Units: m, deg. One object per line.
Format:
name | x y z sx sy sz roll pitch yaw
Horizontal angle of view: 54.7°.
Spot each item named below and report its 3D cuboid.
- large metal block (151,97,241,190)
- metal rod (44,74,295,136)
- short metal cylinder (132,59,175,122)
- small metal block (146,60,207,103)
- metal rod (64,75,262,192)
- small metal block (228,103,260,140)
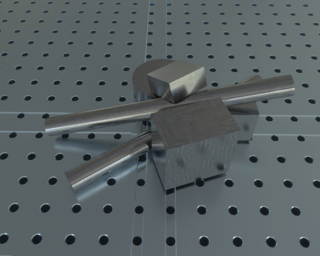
large metal block | 0.036 0.019 0.350 0.081 0.080 0.050 -14 52 -12
metal rod | 0.004 -0.025 0.378 0.301 0.025 0.025 -9 50 9
short metal cylinder | 0.003 -0.051 0.430 0.081 0.050 0.080 0 49 0
small metal block | 0.020 -0.058 0.376 0.050 0.025 0.050 -29 33 -22
metal rod | 0.022 -0.003 0.407 0.302 0.025 0.025 -28 55 -22
small metal block | 0.094 -0.009 0.395 0.050 0.050 0.025 -1 50 1
